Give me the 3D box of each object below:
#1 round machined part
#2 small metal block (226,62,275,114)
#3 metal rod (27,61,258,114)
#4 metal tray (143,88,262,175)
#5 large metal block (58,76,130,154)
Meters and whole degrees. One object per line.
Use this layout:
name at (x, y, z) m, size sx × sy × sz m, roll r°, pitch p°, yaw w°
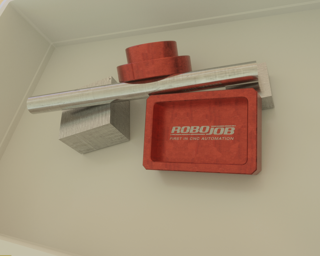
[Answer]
round machined part at (-0.009, -0.089, 0.412) m, size 0.098 × 0.098 × 0.042 m, roll -4°, pitch 100°, yaw 26°
small metal block at (0.108, -0.047, 0.375) m, size 0.050 × 0.025 × 0.050 m, roll -11°, pitch 57°, yaw 22°
metal rod at (-0.034, -0.048, 0.392) m, size 0.301 × 0.025 × 0.025 m, roll -6°, pitch 59°, yaw 16°
metal tray at (0.046, 0.005, 0.354) m, size 0.130 × 0.030 × 0.090 m, roll -1°, pitch 80°, yaw 26°
large metal block at (-0.092, -0.017, 0.443) m, size 0.080 × 0.050 × 0.080 m, roll -16°, pitch 55°, yaw 18°
